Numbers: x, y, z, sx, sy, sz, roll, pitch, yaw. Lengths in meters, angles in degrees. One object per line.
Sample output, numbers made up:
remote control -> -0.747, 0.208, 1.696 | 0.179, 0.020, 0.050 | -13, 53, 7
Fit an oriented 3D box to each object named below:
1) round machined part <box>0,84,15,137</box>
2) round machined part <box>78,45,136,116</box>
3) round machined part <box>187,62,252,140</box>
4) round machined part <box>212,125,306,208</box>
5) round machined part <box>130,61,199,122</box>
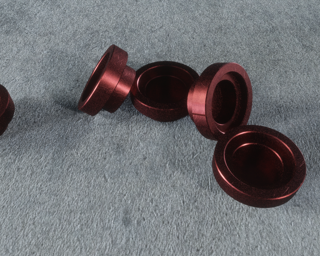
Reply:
round machined part -> -0.240, -0.014, 0.402 | 0.099, 0.042, 0.098 | 0, 50, 0
round machined part -> -0.068, -0.059, 0.417 | 0.042, 0.098, 0.098 | 28, 46, -23
round machined part -> 0.072, -0.033, 0.392 | 0.042, 0.098, 0.098 | 11, 45, 46
round machined part -> 0.109, 0.046, 0.354 | 0.099, 0.042, 0.098 | 0, 50, 0
round machined part -> 0.008, -0.047, 0.431 | 0.099, 0.042, 0.098 | 0, 50, 0
